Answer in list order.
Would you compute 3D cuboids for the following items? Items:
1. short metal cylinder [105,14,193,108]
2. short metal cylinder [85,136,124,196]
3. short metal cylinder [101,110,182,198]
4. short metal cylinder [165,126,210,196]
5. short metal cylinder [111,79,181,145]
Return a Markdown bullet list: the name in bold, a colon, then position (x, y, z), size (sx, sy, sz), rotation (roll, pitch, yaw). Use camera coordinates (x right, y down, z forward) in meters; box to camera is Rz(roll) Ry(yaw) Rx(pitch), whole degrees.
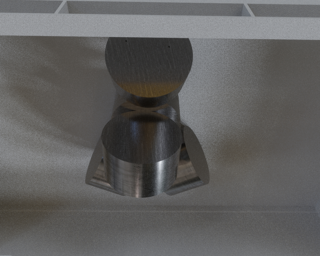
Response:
- **short metal cylinder**: position (-0.011, -0.064, 0.308), size (0.081, 0.080, 0.050), rotation (3, 173, -3)
- **short metal cylinder**: position (-0.058, 0.043, 0.406), size (0.050, 0.080, 0.080), rotation (23, 126, -18)
- **short metal cylinder**: position (-0.019, 0.025, 0.326), size (0.081, 0.080, 0.050), rotation (2, 130, -2)
- **short metal cylinder**: position (0.026, 0.043, 0.408), size (0.050, 0.080, 0.080), rotation (-22, 127, 18)
- **short metal cylinder**: position (-0.016, -0.018, 0.373), size (0.081, 0.050, 0.079), rotation (0, 130, 0)
